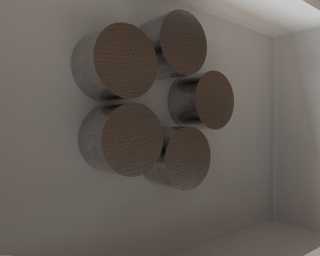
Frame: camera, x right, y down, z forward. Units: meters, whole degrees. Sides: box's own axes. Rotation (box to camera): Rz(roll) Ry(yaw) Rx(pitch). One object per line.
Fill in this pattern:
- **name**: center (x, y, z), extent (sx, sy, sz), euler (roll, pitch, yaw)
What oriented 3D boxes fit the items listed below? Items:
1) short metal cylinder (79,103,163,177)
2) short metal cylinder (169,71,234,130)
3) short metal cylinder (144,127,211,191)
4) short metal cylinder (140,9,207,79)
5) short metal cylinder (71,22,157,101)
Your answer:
- **short metal cylinder**: center (-0.043, 0.012, 0.351), extent (0.081, 0.050, 0.080), euler (0, 90, -40)
- **short metal cylinder**: center (0.059, -0.038, 0.437), extent (0.081, 0.050, 0.080), euler (0, 90, -40)
- **short metal cylinder**: center (0.020, 0.038, 0.405), extent (0.081, 0.050, 0.080), euler (0, 90, -40)
- **short metal cylinder**: center (0.015, -0.105, 0.399), extent (0.081, 0.050, 0.080), euler (0, 90, -40)
- **short metal cylinder**: center (-0.050, -0.071, 0.346), extent (0.081, 0.050, 0.080), euler (0, 90, -40)
